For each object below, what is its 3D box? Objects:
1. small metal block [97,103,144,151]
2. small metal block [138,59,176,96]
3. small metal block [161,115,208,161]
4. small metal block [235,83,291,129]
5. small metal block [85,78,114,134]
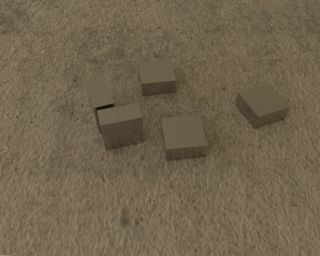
[{"bbox_3d":[-0.048,-0.001,0.387,0.050,0.050,0.025,-12,51,-10],"label":"small metal block"},{"bbox_3d":[-0.005,-0.077,0.468,0.050,0.025,0.050,-6,50,-6],"label":"small metal block"},{"bbox_3d":[0.029,0.012,0.393,0.050,0.025,0.050,-5,50,-5],"label":"small metal block"},{"bbox_3d":[0.142,-0.031,0.431,0.050,0.025,0.050,-18,52,-15],"label":"small metal block"},{"bbox_3d":[-0.077,-0.029,0.411,0.025,0.050,0.050,-16,52,-13],"label":"small metal block"}]
